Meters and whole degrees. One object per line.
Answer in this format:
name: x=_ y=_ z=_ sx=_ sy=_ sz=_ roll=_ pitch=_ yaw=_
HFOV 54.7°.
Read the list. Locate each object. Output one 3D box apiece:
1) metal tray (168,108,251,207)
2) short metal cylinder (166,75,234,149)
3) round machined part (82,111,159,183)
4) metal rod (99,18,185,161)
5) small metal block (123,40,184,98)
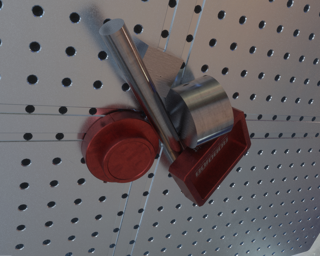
metal tray: x=0.078 y=0.041 z=0.450 sx=0.130 sy=0.030 sz=0.090 roll=-47 pitch=139 yaw=-16
short metal cylinder: x=0.048 y=-0.021 z=0.391 sx=0.050 sy=0.080 sz=0.080 roll=-23 pitch=127 yaw=-15
round machined part: x=-0.045 y=0.031 z=0.395 sx=0.099 sy=0.042 sz=0.097 roll=-14 pitch=125 yaw=-21
metal rod: x=0.004 y=-0.002 z=0.392 sx=0.025 sy=0.025 sz=0.299 roll=-35 pitch=137 yaw=-6
small metal block: x=-0.008 y=-0.069 z=0.366 sx=0.050 sy=0.025 sz=0.050 roll=14 pitch=111 yaw=-34
